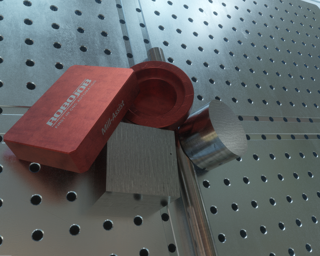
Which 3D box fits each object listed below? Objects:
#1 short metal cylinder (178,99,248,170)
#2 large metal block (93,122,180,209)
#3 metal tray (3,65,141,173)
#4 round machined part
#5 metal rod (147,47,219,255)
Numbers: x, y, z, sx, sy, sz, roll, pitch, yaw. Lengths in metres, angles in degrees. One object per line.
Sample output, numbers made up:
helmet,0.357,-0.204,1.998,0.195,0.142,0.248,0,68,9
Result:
short metal cylinder,0.070,0.009,0.407,0.080,0.050,0.080,31,43,-33
large metal block,-0.028,0.044,0.350,0.081,0.050,0.080,10,58,-23
metal tray,-0.089,-0.018,0.336,0.090,0.030,0.130,8,48,23
round machined part,-0.007,-0.035,0.398,0.099,0.042,0.098,0,64,0
metal rod,0.023,0.016,0.411,0.025,0.025,0.299,1,61,-28
